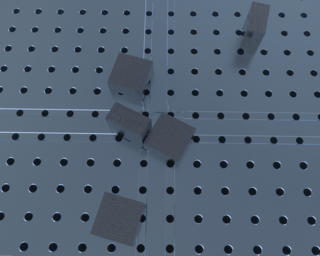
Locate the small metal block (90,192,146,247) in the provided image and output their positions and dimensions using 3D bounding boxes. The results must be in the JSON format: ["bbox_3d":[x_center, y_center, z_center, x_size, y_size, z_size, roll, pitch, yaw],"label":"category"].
[{"bbox_3d":[-0.049,0.109,0.372,0.050,0.025,0.050,15,71,5],"label":"small metal block"}]

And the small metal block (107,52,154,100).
[{"bbox_3d":[-0.041,-0.073,0.438,0.050,0.025,0.050,15,71,5],"label":"small metal block"}]

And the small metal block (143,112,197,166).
[{"bbox_3d":[0.013,0.014,0.407,0.050,0.025,0.050,27,72,9],"label":"small metal block"}]

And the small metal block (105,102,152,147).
[{"bbox_3d":[-0.038,-0.003,0.400,0.050,0.050,0.025,26,72,9],"label":"small metal block"}]

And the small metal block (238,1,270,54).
[{"bbox_3d":[0.137,-0.145,0.452,0.025,0.050,0.050,14,71,5],"label":"small metal block"}]
